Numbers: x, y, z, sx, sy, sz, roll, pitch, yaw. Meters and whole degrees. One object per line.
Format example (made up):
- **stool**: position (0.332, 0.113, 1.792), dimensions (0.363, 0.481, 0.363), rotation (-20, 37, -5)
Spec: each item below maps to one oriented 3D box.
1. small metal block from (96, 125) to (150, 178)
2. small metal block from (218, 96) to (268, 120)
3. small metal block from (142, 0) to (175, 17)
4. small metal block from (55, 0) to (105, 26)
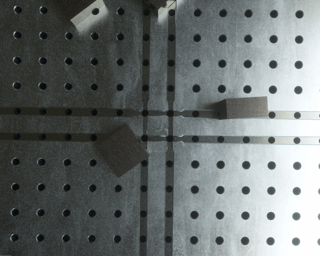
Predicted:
- **small metal block**: position (-0.048, 0.030, 0.413), dimensions (0.050, 0.025, 0.050), rotation (-36, 90, 0)
- **small metal block**: position (0.106, -0.025, 0.401), dimensions (0.050, 0.050, 0.025), rotation (-3, 90, 0)
- **small metal block**: position (-0.002, -0.188, 0.413), dimensions (0.050, 0.025, 0.050), rotation (-44, 90, 0)
- **small metal block**: position (-0.111, -0.174, 0.413), dimensions (0.050, 0.025, 0.050), rotation (-37, 90, 0)
